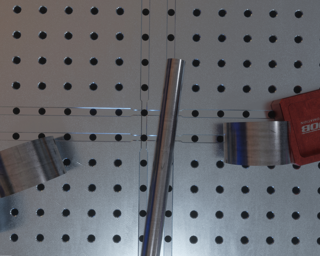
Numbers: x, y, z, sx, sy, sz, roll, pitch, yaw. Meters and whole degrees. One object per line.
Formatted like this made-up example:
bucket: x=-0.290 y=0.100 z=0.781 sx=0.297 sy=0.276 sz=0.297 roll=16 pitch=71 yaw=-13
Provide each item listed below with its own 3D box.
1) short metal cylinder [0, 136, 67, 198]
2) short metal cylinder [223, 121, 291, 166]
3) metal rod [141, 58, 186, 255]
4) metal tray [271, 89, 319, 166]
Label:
short metal cylinder: x=-0.164 y=0.047 z=0.385 sx=0.080 sy=0.080 sz=0.050 roll=-20 pitch=90 yaw=0
short metal cylinder: x=0.120 y=0.017 z=0.387 sx=0.081 sy=0.080 sz=0.050 roll=-1 pitch=90 yaw=0
metal rod: x=0.002 y=0.058 z=0.413 sx=0.025 sy=0.025 sz=0.298 roll=8 pitch=90 yaw=0
metal tray: x=0.226 y=-0.009 z=0.412 sx=0.131 sy=0.030 sz=0.090 roll=-14 pitch=90 yaw=0
